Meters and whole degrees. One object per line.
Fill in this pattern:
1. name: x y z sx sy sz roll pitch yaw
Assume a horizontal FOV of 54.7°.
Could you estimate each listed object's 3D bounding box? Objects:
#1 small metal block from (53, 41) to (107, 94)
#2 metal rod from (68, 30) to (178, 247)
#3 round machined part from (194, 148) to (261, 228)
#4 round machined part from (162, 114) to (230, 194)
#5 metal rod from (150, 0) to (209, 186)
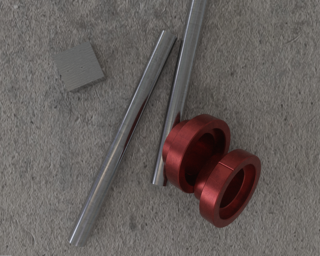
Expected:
1. small metal block: -0.104 -0.079 0.409 0.050 0.025 0.050 -23 90 0
2. metal rod: -0.049 0.014 0.409 0.025 0.025 0.299 24 90 0
3. round machined part: 0.080 0.069 0.384 0.042 0.098 0.098 28 90 38
4. round machined part: 0.041 0.028 0.384 0.042 0.098 0.098 28 90 38
5. metal rod: 0.031 -0.072 0.410 0.025 0.025 0.298 12 90 0
